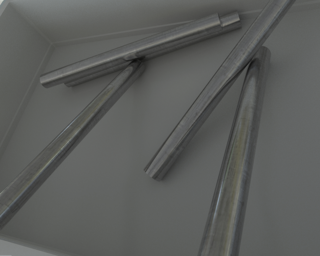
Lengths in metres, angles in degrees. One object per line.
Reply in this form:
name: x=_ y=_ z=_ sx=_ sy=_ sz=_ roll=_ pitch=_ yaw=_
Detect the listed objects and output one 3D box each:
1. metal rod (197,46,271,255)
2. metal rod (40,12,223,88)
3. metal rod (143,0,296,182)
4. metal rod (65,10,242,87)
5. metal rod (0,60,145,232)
metal rod: x=0.080 y=0.000 z=0.291 sx=0.025 sy=0.025 sz=0.301 roll=-2 pitch=38 yaw=27
metal rod: x=-0.055 y=-0.113 z=0.473 sx=0.301 sy=0.025 sz=0.025 roll=-14 pitch=56 yaw=19
metal rod: x=0.079 y=-0.063 z=0.368 sx=0.025 sy=0.025 sz=0.299 roll=39 pitch=94 yaw=38
metal rod: x=-0.024 y=-0.119 z=0.489 sx=0.301 sy=0.025 sz=0.025 roll=-15 pitch=56 yaw=19
metal rod: x=-0.098 y=-0.003 z=0.384 sx=0.025 sy=0.025 sz=0.301 roll=4 pitch=40 yaw=29
